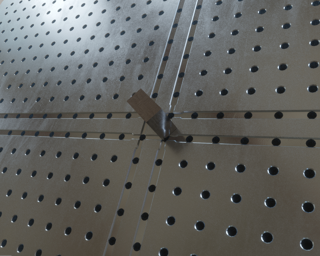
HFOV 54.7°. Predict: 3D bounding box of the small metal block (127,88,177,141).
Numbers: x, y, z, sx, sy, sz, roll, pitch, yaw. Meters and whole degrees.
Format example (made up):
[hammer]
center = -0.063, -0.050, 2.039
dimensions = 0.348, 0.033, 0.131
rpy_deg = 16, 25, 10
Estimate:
[small metal block]
center = -0.010, -0.017, 0.407
dimensions = 0.025, 0.050, 0.050
rpy_deg = -43, 51, -1
